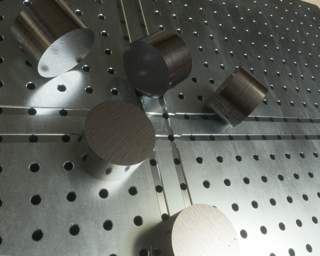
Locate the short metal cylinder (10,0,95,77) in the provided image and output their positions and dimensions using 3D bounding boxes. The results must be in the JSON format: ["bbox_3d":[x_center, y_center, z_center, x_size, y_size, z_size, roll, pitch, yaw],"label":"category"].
[{"bbox_3d":[-0.126,-0.106,0.370,0.050,0.080,0.080,48,51,5],"label":"short metal cylinder"}]

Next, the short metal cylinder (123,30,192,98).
[{"bbox_3d":[-0.004,-0.088,0.424,0.080,0.080,0.050,48,51,5],"label":"short metal cylinder"}]

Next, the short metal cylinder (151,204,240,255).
[{"bbox_3d":[0.037,0.128,0.334,0.081,0.050,0.080,14,56,-21],"label":"short metal cylinder"}]

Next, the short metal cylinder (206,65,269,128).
[{"bbox_3d":[0.114,-0.047,0.462,0.050,0.080,0.080,40,51,-1],"label":"short metal cylinder"}]

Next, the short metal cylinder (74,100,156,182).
[{"bbox_3d":[-0.052,0.015,0.354,0.081,0.050,0.080,13,57,-21],"label":"short metal cylinder"}]
